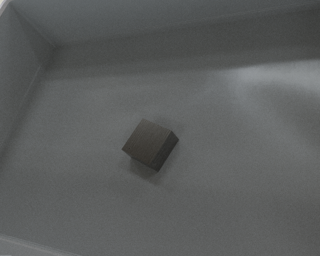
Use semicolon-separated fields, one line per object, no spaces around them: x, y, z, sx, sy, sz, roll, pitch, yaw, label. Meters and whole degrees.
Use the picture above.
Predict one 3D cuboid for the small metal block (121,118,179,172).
-0.012;0.021;0.398;0.050;0.025;0.050;24;74;36;small metal block
